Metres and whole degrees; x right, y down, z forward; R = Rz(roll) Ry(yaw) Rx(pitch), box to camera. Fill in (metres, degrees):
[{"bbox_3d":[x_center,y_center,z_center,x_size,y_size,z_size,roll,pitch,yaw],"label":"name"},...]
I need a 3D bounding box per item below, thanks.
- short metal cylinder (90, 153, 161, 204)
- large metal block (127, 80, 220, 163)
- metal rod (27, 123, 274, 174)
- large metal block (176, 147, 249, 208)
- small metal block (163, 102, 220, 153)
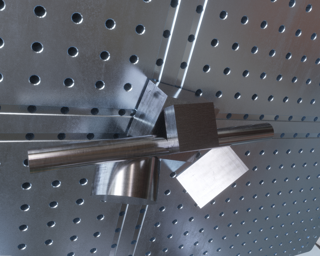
[{"bbox_3d":[-0.041,0.064,0.380,0.080,0.080,0.050,21,64,-36],"label":"short metal cylinder"},{"bbox_3d":[0.016,-0.007,0.395,0.081,0.050,0.079,11,113,-33],"label":"large metal block"},{"bbox_3d":[0.011,0.018,0.359,0.303,0.025,0.025,-6,121,-26],"label":"metal rod"},{"bbox_3d":[0.070,0.064,0.440,0.080,0.050,0.080,-38,173,-2],"label":"large metal block"},{"bbox_3d":[0.035,-0.001,0.345,0.050,0.025,0.050,-6,86,-25],"label":"small metal block"}]
